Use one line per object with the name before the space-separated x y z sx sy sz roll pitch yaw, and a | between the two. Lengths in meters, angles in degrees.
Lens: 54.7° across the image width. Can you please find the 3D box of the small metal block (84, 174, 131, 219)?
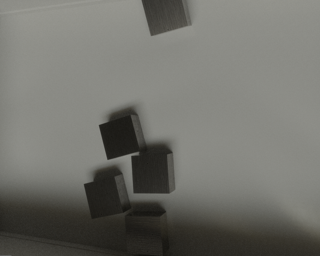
small metal block | -0.074 0.096 0.437 0.050 0.025 0.050 -16 85 19

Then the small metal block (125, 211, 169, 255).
small metal block | -0.017 0.140 0.417 0.050 0.025 0.050 -5 89 20

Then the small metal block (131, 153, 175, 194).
small metal block | -0.009 0.060 0.414 0.050 0.025 0.050 -4 89 20

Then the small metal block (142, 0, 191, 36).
small metal block | 0.009 -0.151 0.400 0.050 0.025 0.050 -10 105 20

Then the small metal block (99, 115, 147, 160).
small metal block | -0.051 0.013 0.428 0.050 0.025 0.050 -17 85 19
